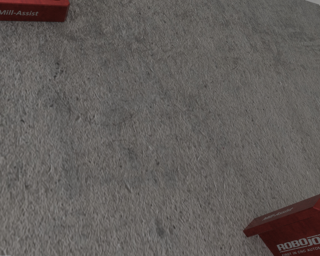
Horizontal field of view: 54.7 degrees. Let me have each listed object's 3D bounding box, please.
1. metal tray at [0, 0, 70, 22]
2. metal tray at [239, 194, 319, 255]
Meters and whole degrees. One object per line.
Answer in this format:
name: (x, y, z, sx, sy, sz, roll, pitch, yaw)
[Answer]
metal tray: (-0.197, -0.185, 0.406, 0.131, 0.030, 0.090, -12, 68, -33)
metal tray: (0.164, 0.137, 0.357, 0.030, 0.129, 0.090, -29, 78, -38)
